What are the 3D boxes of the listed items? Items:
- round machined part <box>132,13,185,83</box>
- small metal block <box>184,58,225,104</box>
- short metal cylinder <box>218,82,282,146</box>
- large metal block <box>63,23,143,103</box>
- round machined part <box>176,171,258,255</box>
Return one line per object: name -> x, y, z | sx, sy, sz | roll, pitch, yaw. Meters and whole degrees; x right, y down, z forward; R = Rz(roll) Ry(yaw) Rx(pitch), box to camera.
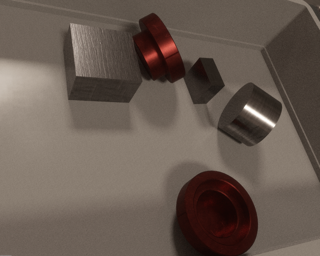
round machined part -> -0.007, -0.105, 0.433 | 0.042, 0.098, 0.098 | -29, 75, -2
small metal block -> 0.066, -0.071, 0.470 | 0.025, 0.050, 0.050 | -4, 64, -31
short metal cylinder -> 0.131, -0.020, 0.455 | 0.050, 0.080, 0.080 | 33, 51, -8
large metal block -> -0.076, -0.081, 0.399 | 0.081, 0.050, 0.080 | 1, 62, -27
round machined part -> 0.062, 0.103, 0.365 | 0.099, 0.042, 0.098 | 15, 53, -20
